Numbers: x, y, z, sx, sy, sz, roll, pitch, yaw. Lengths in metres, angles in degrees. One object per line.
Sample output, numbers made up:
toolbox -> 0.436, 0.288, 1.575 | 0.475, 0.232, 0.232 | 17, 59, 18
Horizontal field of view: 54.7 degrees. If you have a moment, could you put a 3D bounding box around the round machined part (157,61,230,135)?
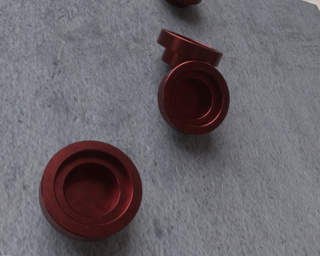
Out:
round machined part -> 0.042, -0.040, 0.425 | 0.099, 0.042, 0.097 | 0, 90, -21

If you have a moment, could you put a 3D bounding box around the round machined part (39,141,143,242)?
round machined part -> -0.071, 0.065, 0.316 | 0.099, 0.042, 0.098 | 14, 56, -21

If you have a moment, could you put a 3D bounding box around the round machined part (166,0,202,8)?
round machined part -> 0.037, -0.264, 0.576 | 0.099, 0.042, 0.098 | 14, 56, -21

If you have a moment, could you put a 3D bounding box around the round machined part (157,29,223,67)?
round machined part -> 0.041, -0.111, 0.465 | 0.099, 0.042, 0.098 | 20, 19, -7
